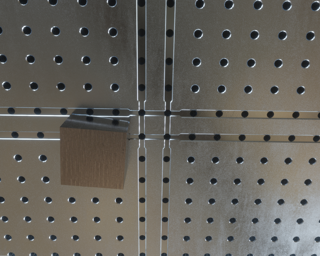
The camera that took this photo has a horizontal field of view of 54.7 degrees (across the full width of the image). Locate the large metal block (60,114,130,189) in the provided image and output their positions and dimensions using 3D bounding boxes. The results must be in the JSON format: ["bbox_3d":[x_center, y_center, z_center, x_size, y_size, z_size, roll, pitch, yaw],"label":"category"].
[{"bbox_3d":[-0.084,0.031,0.410,0.081,0.050,0.079,5,110,-2],"label":"large metal block"}]
